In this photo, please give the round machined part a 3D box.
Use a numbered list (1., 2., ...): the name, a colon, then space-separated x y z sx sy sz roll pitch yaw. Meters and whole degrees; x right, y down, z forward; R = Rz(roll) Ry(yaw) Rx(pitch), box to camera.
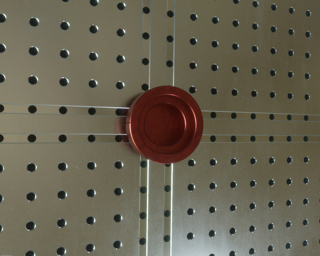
1. round machined part: 0.003 -0.004 0.404 0.099 0.042 0.097 0 90 -20
